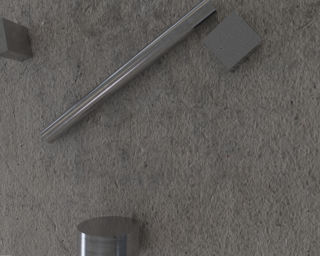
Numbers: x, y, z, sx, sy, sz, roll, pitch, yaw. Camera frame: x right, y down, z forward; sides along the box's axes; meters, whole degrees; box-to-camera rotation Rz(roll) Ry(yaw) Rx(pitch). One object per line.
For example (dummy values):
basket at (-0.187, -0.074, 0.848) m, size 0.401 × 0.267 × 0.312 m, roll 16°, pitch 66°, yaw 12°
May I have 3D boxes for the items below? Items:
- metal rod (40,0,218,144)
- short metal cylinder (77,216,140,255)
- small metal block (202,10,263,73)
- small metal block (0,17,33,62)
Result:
metal rod at (-0.053, -0.070, 0.427) m, size 0.300 × 0.025 × 0.025 m, roll -35°, pitch 79°, yaw 16°
short metal cylinder at (-0.066, 0.152, 0.403) m, size 0.080 × 0.080 × 0.050 m, roll 1°, pitch 91°, yaw 20°
small metal block at (0.089, -0.104, 0.378) m, size 0.050 × 0.025 × 0.050 m, roll -42°, pitch 77°, yaw 15°
small metal block at (-0.227, -0.134, 0.476) m, size 0.025 × 0.050 × 0.050 m, roll -13°, pitch 86°, yaw 19°
